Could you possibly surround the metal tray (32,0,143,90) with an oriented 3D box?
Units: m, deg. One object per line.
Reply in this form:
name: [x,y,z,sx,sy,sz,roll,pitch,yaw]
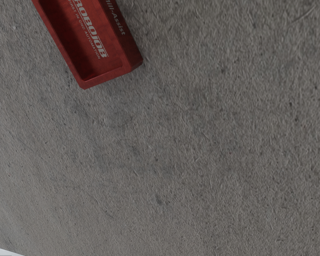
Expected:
metal tray: [-0.088,-0.120,0.376,0.090,0.030,0.130,-14,112,34]
